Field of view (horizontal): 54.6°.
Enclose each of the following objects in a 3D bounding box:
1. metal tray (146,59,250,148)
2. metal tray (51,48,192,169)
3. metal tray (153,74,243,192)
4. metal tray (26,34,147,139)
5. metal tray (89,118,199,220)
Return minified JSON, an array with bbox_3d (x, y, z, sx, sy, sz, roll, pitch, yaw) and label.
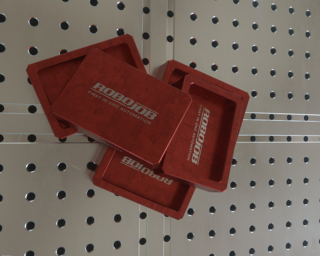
[{"bbox_3d":[0.052,-0.027,0.428,0.131,0.030,0.090,20,83,-18],"label":"metal tray"},{"bbox_3d":[-0.041,-0.023,0.351,0.130,0.030,0.090,27,72,4],"label":"metal tray"},{"bbox_3d":[0.051,0.008,0.395,0.090,0.030,0.130,21,71,-19],"label":"metal tray"},{"bbox_3d":[-0.081,-0.052,0.380,0.131,0.030,0.090,-24,98,-18],"label":"metal tray"},{"bbox_3d":[-0.013,0.054,0.405,0.131,0.030,0.090,28,81,-18],"label":"metal tray"}]
